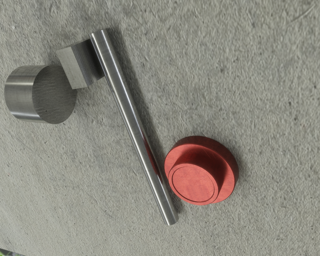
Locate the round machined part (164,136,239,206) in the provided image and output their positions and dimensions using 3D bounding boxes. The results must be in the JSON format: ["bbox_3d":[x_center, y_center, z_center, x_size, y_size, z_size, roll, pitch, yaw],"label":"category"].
[{"bbox_3d":[0.050,0.062,0.408,0.098,0.042,0.097,13,124,21],"label":"round machined part"}]

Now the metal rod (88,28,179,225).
[{"bbox_3d":[-0.029,0.013,0.430,0.025,0.025,0.298,-6,116,31],"label":"metal rod"}]

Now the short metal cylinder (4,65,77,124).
[{"bbox_3d":[-0.163,-0.047,0.428,0.050,0.080,0.079,4,121,26],"label":"short metal cylinder"}]

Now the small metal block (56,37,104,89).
[{"bbox_3d":[-0.095,-0.083,0.390,0.025,0.050,0.050,-5,116,30],"label":"small metal block"}]
